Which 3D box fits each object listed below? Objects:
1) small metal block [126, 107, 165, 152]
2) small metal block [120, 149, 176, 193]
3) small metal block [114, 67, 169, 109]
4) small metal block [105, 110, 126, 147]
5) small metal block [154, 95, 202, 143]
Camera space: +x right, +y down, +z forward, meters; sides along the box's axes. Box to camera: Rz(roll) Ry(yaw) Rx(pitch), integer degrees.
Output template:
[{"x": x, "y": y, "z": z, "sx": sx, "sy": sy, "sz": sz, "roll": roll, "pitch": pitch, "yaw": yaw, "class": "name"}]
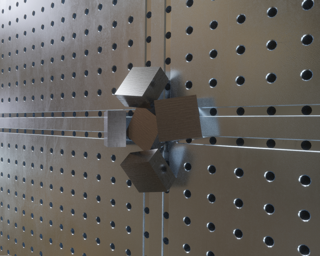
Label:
[{"x": -0.014, "y": 0.000, "z": 0.419, "sx": 0.050, "sy": 0.025, "sz": 0.050, "roll": 38, "pitch": 113, "yaw": 33, "class": "small metal block"}, {"x": -0.015, "y": 0.057, "z": 0.404, "sx": 0.050, "sy": 0.025, "sz": 0.050, "roll": -11, "pitch": 119, "yaw": 39, "class": "small metal block"}, {"x": -0.024, "y": -0.054, "z": 0.411, "sx": 0.050, "sy": 0.025, "sz": 0.050, "roll": 8, "pitch": 59, "yaw": 39, "class": "small metal block"}, {"x": -0.065, "y": 0.001, "z": 0.446, "sx": 0.050, "sy": 0.025, "sz": 0.050, "roll": 180, "pitch": 90, "yaw": -74, "class": "small metal block"}, {"x": 0.022, "y": -0.010, "z": 0.374, "sx": 0.050, "sy": 0.025, "sz": 0.050, "roll": -8, "pitch": 84, "yaw": 4, "class": "small metal block"}]
